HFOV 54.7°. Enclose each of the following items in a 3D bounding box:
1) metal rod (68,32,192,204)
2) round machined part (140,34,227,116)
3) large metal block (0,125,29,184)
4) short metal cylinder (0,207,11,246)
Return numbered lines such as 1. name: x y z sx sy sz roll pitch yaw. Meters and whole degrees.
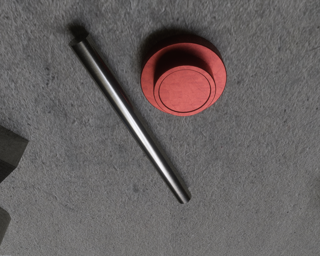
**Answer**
1. metal rod: -0.023 0.009 0.414 0.025 0.025 0.299 -20 128 15
2. round machined part: 0.027 -0.052 0.352 0.099 0.042 0.097 -1 130 0
3. large metal block: -0.241 0.035 0.417 0.080 0.050 0.080 37 121 -27
4. short metal cylinder: -0.308 0.172 0.533 0.081 0.050 0.079 0 130 0
